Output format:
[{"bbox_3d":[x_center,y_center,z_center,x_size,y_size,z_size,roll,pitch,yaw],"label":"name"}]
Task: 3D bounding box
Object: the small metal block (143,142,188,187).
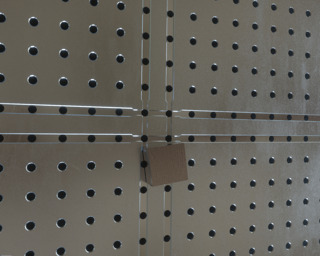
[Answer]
[{"bbox_3d":[0.007,0.047,0.415,0.050,0.025,0.050,-7,93,-20],"label":"small metal block"}]
